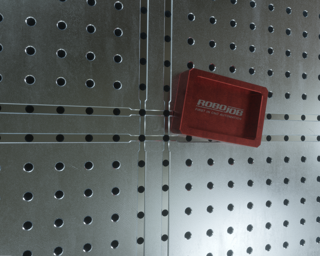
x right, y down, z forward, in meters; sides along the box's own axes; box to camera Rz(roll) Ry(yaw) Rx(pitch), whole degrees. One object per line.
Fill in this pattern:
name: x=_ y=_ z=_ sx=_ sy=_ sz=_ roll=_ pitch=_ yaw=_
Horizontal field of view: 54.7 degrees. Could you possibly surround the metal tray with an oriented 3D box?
metal tray: x=0.088 y=-0.026 z=0.443 sx=0.131 sy=0.030 sz=0.089 roll=11 pitch=86 yaw=-20
